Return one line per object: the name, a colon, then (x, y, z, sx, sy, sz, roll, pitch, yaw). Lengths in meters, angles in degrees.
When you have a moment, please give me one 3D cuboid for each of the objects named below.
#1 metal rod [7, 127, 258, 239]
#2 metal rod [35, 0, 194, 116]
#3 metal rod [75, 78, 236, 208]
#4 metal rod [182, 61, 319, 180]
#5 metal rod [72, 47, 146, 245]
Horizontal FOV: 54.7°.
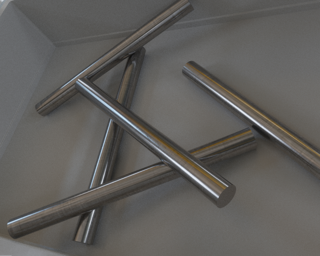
metal rod: (-0.036, 0.066, 0.359, 0.301, 0.025, 0.025, -22, 53, 5)
metal rod: (-0.081, -0.104, 0.483, 0.300, 0.025, 0.025, -31, 52, 18)
metal rod: (-0.030, -0.002, 0.381, 0.025, 0.025, 0.300, -49, 48, -6)
metal rod: (0.123, 0.001, 0.339, 0.025, 0.025, 0.300, -43, 51, -2)
metal rod: (-0.064, 0.005, 0.434, 0.025, 0.025, 0.299, -2, 61, 27)
